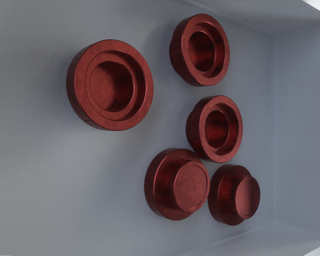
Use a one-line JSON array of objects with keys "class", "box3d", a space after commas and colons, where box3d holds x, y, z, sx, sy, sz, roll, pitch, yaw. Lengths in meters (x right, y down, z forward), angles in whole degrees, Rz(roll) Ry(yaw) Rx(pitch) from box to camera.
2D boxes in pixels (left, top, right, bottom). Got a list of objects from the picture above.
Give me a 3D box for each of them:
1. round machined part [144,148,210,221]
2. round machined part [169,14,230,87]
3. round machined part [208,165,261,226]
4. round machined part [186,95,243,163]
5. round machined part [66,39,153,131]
[{"class": "round machined part", "box3d": [0.030, 0.077, 0.421, 0.099, 0.042, 0.097, 0, 90, -40]}, {"class": "round machined part", "box3d": [0.052, -0.107, 0.438, 0.099, 0.042, 0.097, 0, 90, -40]}, {"class": "round machined part", "box3d": [0.125, 0.109, 0.501, 0.099, 0.042, 0.097, 0, 90, -40]}, {"class": "round machined part", "box3d": [0.077, 0.002, 0.459, 0.099, 0.042, 0.097, 0, 90, -40]}, {"class": "round machined part", "box3d": [-0.058, -0.045, 0.346, 0.099, 0.042, 0.097, 0, 90, -40]}]
